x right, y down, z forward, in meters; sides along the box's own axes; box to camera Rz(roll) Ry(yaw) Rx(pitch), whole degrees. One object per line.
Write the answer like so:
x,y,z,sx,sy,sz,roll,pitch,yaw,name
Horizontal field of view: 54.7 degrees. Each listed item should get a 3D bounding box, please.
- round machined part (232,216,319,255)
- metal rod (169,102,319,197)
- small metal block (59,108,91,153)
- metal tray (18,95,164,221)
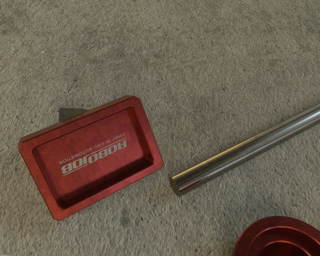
0.113,0.135,0.281,0.099,0.042,0.098,0,50,0,round machined part
0.148,0.010,0.396,0.302,0.025,0.025,-23,54,-19,metal rod
-0.100,0.003,0.370,0.025,0.050,0.050,1,90,1,small metal block
-0.070,0.028,0.336,0.131,0.090,0.030,-25,17,-20,metal tray
